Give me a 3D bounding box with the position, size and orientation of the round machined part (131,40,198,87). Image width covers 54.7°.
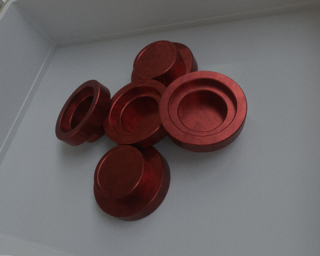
[{"bbox_3d":[0.001,-0.087,0.445,0.098,0.042,0.098,-13,56,21],"label":"round machined part"}]

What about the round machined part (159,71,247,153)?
[{"bbox_3d":[0.050,-0.016,0.365,0.098,0.042,0.098,-4,63,8],"label":"round machined part"}]

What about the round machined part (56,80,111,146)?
[{"bbox_3d":[-0.103,-0.018,0.448,0.098,0.042,0.098,-28,45,32],"label":"round machined part"}]

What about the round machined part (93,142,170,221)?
[{"bbox_3d":[-0.041,0.059,0.378,0.098,0.042,0.098,-13,56,21],"label":"round machined part"}]

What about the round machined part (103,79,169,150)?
[{"bbox_3d":[-0.023,-0.014,0.413,0.098,0.042,0.098,-13,56,21],"label":"round machined part"}]
